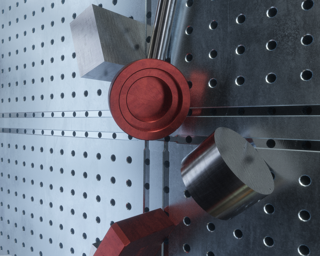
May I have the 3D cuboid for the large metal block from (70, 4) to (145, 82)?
[{"bbox_3d":[-0.069,-0.112,0.428,0.050,0.081,0.080,-22,76,37],"label":"large metal block"}]

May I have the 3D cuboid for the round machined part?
[{"bbox_3d":[-0.015,-0.037,0.385,0.042,0.099,0.097,-140,60,-71],"label":"round machined part"}]

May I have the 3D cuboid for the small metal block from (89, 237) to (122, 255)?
[{"bbox_3d":[-0.078,0.191,0.455,0.025,0.050,0.050,25,106,37],"label":"small metal block"}]

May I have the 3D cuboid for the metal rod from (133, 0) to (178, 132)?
[{"bbox_3d":[0.005,-0.138,0.403,0.025,0.025,0.298,19,102,38],"label":"metal rod"}]

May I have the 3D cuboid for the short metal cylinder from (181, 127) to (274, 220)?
[{"bbox_3d":[0.068,0.046,0.316,0.050,0.081,0.080,-46,63,30],"label":"short metal cylinder"}]

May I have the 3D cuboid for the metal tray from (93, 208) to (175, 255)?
[{"bbox_3d":[-0.046,0.168,0.402,0.030,0.091,0.129,44,116,31],"label":"metal tray"}]
